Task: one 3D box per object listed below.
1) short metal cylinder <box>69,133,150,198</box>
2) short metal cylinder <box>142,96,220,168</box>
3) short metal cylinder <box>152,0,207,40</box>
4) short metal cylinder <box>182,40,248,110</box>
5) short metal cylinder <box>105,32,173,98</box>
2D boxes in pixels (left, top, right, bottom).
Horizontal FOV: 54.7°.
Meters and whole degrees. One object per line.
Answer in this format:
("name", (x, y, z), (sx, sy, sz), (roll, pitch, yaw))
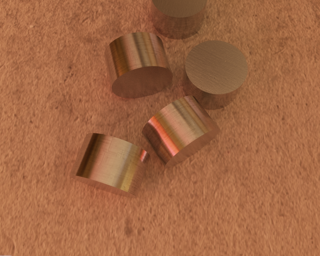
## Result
("short metal cylinder", (-0.057, 0.045, 0.362), (0.080, 0.080, 0.050), (16, 71, 5))
("short metal cylinder", (0.025, 0.005, 0.377), (0.080, 0.080, 0.050), (-32, 74, -11))
("short metal cylinder", (0.028, -0.180, 0.461), (0.081, 0.050, 0.080), (0, 70, 0))
("short metal cylinder", (0.073, -0.071, 0.422), (0.081, 0.050, 0.080), (0, 70, 0))
("short metal cylinder", (-0.029, -0.080, 0.408), (0.081, 0.080, 0.050), (-13, 71, -5))
